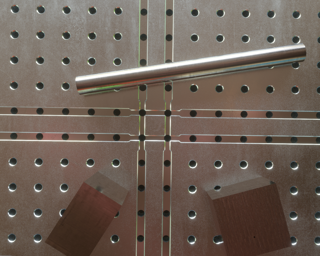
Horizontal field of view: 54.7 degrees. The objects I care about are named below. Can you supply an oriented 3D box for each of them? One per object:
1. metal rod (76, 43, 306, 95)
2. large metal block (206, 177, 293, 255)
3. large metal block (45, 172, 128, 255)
[{"bbox_3d":[0.041,-0.079,0.413,0.302,0.025,0.025,-9,90,-1],"label":"metal rod"},{"bbox_3d":[0.113,0.116,0.403,0.080,0.050,0.080,-15,90,-1],"label":"large metal block"},{"bbox_3d":[-0.086,0.107,0.385,0.050,0.080,0.080,33,90,-1],"label":"large metal block"}]
